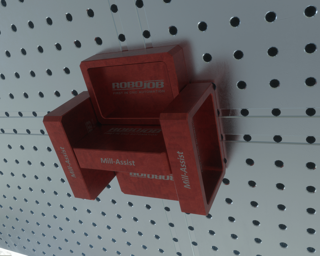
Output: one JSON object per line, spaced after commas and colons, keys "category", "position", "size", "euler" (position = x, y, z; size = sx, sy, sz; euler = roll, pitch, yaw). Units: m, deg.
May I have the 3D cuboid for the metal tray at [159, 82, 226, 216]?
{"category": "metal tray", "position": [0.043, 0.023, 0.359], "size": [0.030, 0.090, 0.129], "euler": [1, 119, 28]}

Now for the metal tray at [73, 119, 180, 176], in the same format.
{"category": "metal tray", "position": [-0.031, 0.017, 0.392], "size": [0.130, 0.090, 0.030], "euler": [1, 119, 27]}

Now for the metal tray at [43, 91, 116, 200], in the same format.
{"category": "metal tray", "position": [-0.100, 0.023, 0.433], "size": [0.030, 0.090, 0.129], "euler": [1, 119, 28]}

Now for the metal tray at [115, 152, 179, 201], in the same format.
{"category": "metal tray", "position": [-0.004, 0.057, 0.442], "size": [0.130, 0.030, 0.089], "euler": [1, 119, 27]}

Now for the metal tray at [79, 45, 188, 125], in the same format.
{"category": "metal tray", "position": [-0.030, -0.050, 0.391], "size": [0.130, 0.030, 0.089], "euler": [1, 119, 27]}
